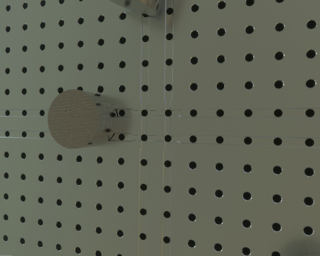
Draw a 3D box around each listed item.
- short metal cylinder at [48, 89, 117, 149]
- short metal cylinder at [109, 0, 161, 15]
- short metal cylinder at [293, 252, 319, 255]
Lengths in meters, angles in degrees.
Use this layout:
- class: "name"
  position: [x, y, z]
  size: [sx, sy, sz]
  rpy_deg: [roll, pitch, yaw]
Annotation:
- class: "short metal cylinder"
  position: [-0.108, -0.012, 0.436]
  size: [0.080, 0.050, 0.079]
  rpy_deg: [0, 90, 19]
- class: "short metal cylinder"
  position: [-0.034, -0.184, 0.394]
  size: [0.080, 0.080, 0.050]
  rpy_deg: [23, 98, 18]
- class: "short metal cylinder"
  position: [0.173, 0.185, 0.339]
  size: [0.080, 0.050, 0.079]
  rpy_deg: [0, 90, 19]
